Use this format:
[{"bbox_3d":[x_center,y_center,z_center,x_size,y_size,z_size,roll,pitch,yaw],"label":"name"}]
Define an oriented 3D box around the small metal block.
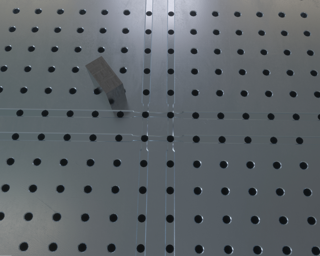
[{"bbox_3d":[-0.072,-0.060,0.420,0.025,0.050,0.050,-34,74,-11],"label":"small metal block"}]
